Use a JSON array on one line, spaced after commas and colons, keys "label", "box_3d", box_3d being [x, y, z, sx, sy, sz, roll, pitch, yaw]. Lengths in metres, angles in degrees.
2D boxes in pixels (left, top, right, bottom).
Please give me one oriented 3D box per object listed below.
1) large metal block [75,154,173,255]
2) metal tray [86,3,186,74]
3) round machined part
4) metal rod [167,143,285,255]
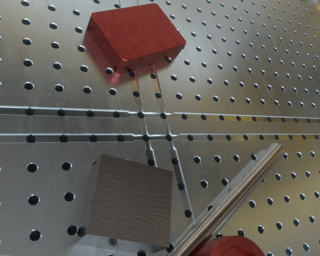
[{"label": "large metal block", "box_3d": [-0.035, 0.082, 0.324, 0.081, 0.050, 0.080, 17, 55, -19]}, {"label": "metal tray", "box_3d": [-0.033, -0.141, 0.475, 0.131, 0.030, 0.090, -27, 77, -37]}, {"label": "round machined part", "box_3d": [0.072, 0.167, 0.329, 0.099, 0.042, 0.098, 13, 64, -29]}, {"label": "metal rod", "box_3d": [0.086, 0.099, 0.395, 0.302, 0.025, 0.025, -33, 81, -38]}]
